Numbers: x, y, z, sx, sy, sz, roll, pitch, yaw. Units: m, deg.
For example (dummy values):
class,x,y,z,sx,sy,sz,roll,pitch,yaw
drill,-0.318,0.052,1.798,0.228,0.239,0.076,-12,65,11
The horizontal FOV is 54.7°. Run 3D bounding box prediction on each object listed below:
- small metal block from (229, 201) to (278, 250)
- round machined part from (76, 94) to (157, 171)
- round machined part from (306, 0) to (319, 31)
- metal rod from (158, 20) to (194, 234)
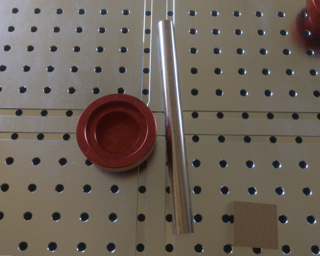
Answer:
class,x,y,z,sx,sy,sz,roll,pitch,yaw
small metal block,0.111,0.116,0.370,0.050,0.025,0.050,5,70,1
round machined part,-0.053,0.008,0.399,0.099,0.042,0.098,0,70,0
round machined part,0.271,-0.181,0.471,0.099,0.042,0.098,0,70,0
metal rod,0.018,-0.015,0.417,0.025,0.025,0.299,-3,70,-1
